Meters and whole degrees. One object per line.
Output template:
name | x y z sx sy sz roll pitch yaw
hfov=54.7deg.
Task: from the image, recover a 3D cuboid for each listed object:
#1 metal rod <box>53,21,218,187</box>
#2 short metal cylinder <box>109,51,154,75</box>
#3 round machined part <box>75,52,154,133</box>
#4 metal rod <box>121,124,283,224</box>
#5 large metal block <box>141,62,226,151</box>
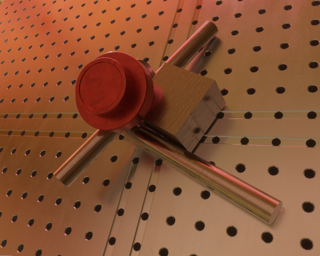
metal rod | -0.023 -0.042 0.420 0.025 0.025 0.301 31 71 37
short metal cylinder | -0.053 -0.063 0.437 0.050 0.080 0.080 28 77 37
round machined part | -0.061 -0.045 0.371 0.098 0.042 0.097 -3 80 20
metal rod | 0.005 0.026 0.387 0.300 0.025 0.025 28 77 37
large metal block | 0.022 -0.027 0.391 0.080 0.050 0.080 29 77 37
